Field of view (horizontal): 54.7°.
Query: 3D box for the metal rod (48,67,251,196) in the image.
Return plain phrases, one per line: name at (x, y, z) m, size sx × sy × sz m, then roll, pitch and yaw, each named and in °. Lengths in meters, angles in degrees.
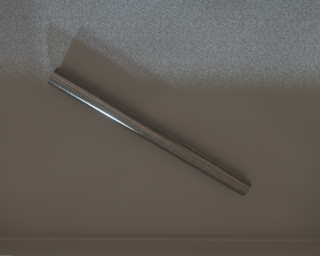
metal rod at (-0.005, 0.010, 0.413) m, size 0.301 × 0.025 × 0.025 m, roll 31°, pitch 107°, yaw -11°
